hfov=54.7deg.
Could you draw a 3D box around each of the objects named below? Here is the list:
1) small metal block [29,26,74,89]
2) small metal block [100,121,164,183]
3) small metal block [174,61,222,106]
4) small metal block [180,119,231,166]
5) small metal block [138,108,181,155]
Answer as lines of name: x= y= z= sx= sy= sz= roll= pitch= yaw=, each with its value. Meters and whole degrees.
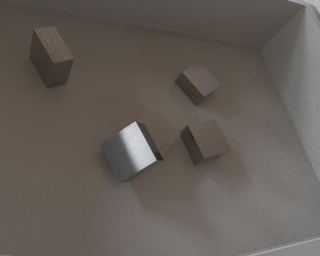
small metal block: x=-0.131 y=-0.084 z=0.371 sx=0.025 sy=0.050 sz=0.050 roll=-23 pitch=75 yaw=-37
small metal block: x=-0.032 y=0.028 z=0.354 sx=0.050 sy=0.050 sz=0.025 roll=61 pitch=13 yaw=15
small metal block: x=0.060 y=-0.070 z=0.483 sx=0.050 sy=0.025 sz=0.050 roll=50 pitch=51 yaw=6
small metal block: x=0.062 y=0.019 z=0.430 sx=0.050 sy=0.025 sz=0.050 roll=-13 pitch=69 yaw=-34
small metal block: x=-0.010 y=0.010 z=0.396 sx=0.050 sy=0.025 sz=0.050 roll=43 pitch=51 yaw=1
